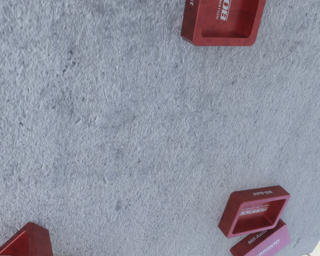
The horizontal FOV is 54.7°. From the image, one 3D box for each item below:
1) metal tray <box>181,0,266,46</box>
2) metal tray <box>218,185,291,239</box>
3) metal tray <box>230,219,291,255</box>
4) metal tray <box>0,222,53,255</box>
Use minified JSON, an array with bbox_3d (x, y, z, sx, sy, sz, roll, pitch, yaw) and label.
[{"bbox_3d":[0.078,-0.160,0.347,0.091,0.030,0.129,-7,122,-25],"label":"metal tray"},{"bbox_3d":[0.185,0.162,0.604,0.131,0.030,0.089,-1,119,-28],"label":"metal tray"},{"bbox_3d":[0.226,0.262,0.689,0.130,0.030,0.090,-34,129,-6],"label":"metal tray"},{"bbox_3d":[-0.190,0.192,0.379,0.130,0.090,0.030,-41,130,0],"label":"metal tray"}]
